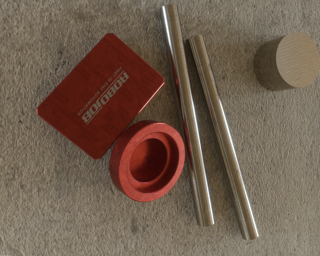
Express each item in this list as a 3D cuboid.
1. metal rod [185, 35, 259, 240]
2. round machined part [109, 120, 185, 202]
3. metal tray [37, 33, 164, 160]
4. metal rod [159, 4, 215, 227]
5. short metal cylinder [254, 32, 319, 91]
[{"bbox_3d":[0.090,0.018,0.442,0.025,0.025,0.298,-19,97,-19],"label":"metal rod"},{"bbox_3d":[-0.019,0.038,0.382,0.099,0.042,0.097,-12,109,-36],"label":"round machined part"},{"bbox_3d":[-0.069,-0.038,0.375,0.090,0.030,0.130,41,77,-9],"label":"metal tray"},{"bbox_3d":[0.038,-0.014,0.423,0.025,0.025,0.298,-12,94,-20],"label":"metal rod"},{"bbox_3d":[0.190,-0.098,0.466,0.081,0.050,0.080,0,90,-20],"label":"short metal cylinder"}]
